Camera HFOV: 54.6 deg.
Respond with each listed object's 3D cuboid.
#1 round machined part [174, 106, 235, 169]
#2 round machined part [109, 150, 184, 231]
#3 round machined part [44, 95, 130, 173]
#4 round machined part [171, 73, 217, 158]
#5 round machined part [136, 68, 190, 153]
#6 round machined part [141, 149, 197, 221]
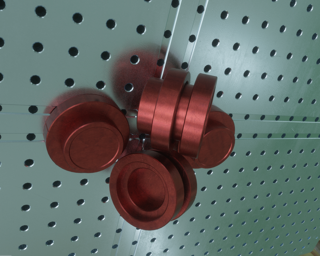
[{"bbox_3d":[0.069,0.020,0.449,0.099,0.042,0.097,-14,124,-21],"label":"round machined part"},{"bbox_3d":[-0.013,0.076,0.397,0.042,0.098,0.097,-15,132,-60],"label":"round machined part"},{"bbox_3d":[-0.081,0.014,0.363,0.099,0.042,0.097,-14,124,-21],"label":"round machined part"},{"bbox_3d":[0.035,-0.017,0.363,0.042,0.098,0.097,14,118,10],"label":"round machined part"},{"bbox_3d":[0.003,-0.023,0.366,0.042,0.098,0.097,14,118,10],"label":"round machined part"},{"bbox_3d":[0.006,0.074,0.424,0.042,0.098,0.097,-14,131,-60],"label":"round machined part"}]
